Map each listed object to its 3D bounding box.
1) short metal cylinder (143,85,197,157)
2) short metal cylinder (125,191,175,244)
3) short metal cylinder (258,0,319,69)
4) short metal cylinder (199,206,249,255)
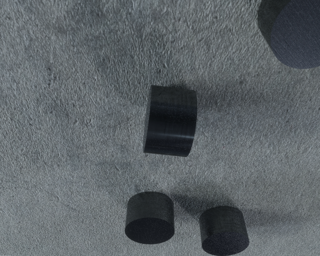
[{"bbox_3d":[0.010,-0.008,0.364,0.050,0.080,0.079,7,130,-6],"label":"short metal cylinder"},{"bbox_3d":[-0.016,0.151,0.519,0.081,0.050,0.079,0,130,0],"label":"short metal cylinder"},{"bbox_3d":[0.142,-0.105,0.302,0.081,0.050,0.079,0,130,0],"label":"short metal cylinder"},{"bbox_3d":[0.112,0.183,0.547,0.081,0.050,0.079,0,130,0],"label":"short metal cylinder"}]
